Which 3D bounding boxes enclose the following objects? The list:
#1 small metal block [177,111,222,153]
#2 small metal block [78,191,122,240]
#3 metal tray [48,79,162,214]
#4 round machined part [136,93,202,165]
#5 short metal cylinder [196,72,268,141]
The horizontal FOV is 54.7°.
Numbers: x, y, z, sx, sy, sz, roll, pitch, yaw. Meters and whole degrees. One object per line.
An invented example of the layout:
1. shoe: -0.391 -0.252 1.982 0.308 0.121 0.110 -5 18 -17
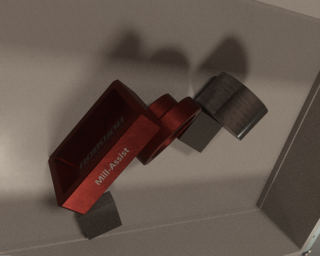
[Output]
1. small metal block: 0.052 0.001 0.440 0.050 0.025 0.050 31 101 -39
2. small metal block: -0.086 0.124 0.440 0.050 0.025 0.050 -21 127 -17
3. metal tray: -0.066 0.017 0.341 0.130 0.090 0.030 -49 128 6
4. round machined part: 0.001 -0.004 0.376 0.098 0.042 0.098 -44 173 -6
5. short metal cylinder: 0.093 -0.028 0.409 0.050 0.080 0.080 -48 129 5
